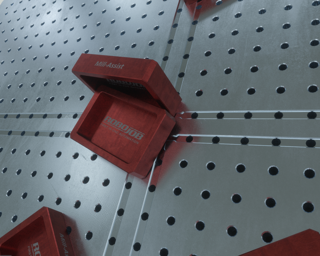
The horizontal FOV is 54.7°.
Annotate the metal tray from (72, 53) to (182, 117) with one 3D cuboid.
[{"bbox_3d":[-0.045,-0.058,0.424,0.130,0.090,0.030,13,69,33],"label":"metal tray"}]

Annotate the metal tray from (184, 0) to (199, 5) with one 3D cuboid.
[{"bbox_3d":[0.087,-0.274,0.527,0.130,0.030,0.090,-25,53,12],"label":"metal tray"}]

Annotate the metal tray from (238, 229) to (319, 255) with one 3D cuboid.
[{"bbox_3d":[0.093,0.153,0.262,0.130,0.030,0.090,-26,53,11],"label":"metal tray"}]

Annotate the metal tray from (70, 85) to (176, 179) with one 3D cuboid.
[{"bbox_3d":[-0.054,0.001,0.422,0.130,0.030,0.090,24,81,35],"label":"metal tray"}]

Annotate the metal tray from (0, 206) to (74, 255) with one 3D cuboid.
[{"bbox_3d":[-0.149,0.174,0.374,0.090,0.030,0.130,-36,51,3],"label":"metal tray"}]
